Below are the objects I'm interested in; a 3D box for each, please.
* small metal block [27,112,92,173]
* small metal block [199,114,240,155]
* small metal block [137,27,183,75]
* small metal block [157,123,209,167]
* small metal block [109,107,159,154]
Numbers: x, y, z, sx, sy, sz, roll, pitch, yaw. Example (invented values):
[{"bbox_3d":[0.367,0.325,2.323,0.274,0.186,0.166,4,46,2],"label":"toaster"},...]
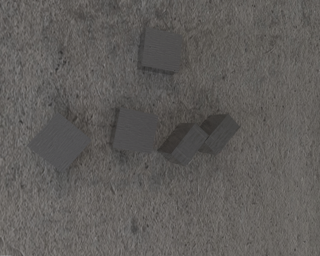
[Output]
[{"bbox_3d":[-0.118,0.017,0.365,0.050,0.025,0.050,42,77,-15],"label":"small metal block"},{"bbox_3d":[0.073,0.008,0.422,0.025,0.050,0.050,46,76,-15],"label":"small metal block"},{"bbox_3d":[-0.001,-0.100,0.408,0.050,0.025,0.050,7,88,-20],"label":"small metal block"},{"bbox_3d":[0.029,0.020,0.406,0.025,0.050,0.050,43,77,-15],"label":"small metal block"},{"bbox_3d":[-0.034,0.004,0.396,0.050,0.025,0.050,12,86,-20],"label":"small metal block"}]
